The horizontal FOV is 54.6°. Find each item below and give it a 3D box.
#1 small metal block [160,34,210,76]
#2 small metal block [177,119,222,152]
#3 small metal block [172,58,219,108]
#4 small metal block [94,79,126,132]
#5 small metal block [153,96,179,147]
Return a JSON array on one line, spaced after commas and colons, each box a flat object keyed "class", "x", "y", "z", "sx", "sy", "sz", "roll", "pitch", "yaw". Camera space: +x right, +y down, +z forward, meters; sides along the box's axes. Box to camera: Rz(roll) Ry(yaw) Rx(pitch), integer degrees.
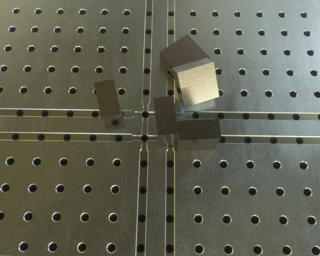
[{"class": "small metal block", "x": 0.035, "y": -0.099, "z": 0.448, "sx": 0.050, "sy": 0.025, "sz": 0.050, "roll": -36, "pitch": 74, "yaw": -12}, {"class": "small metal block", "x": 0.047, "y": 0.010, "z": 0.395, "sx": 0.050, "sy": 0.050, "sz": 0.025, "roll": -3, "pitch": 70, "yaw": -1}, {"class": "small metal block", "x": 0.048, "y": -0.062, "z": 0.419, "sx": 0.050, "sy": 0.050, "sz": 0.025, "roll": -18, "pitch": 28, "yaw": -7}, {"class": "small metal block", "x": -0.065, "y": -0.029, "z": 0.409, "sx": 0.025, "sy": 0.050, "sz": 0.050, "roll": -14, "pitch": 71, "yaw": -5}, {"class": "small metal block", "x": 0.007, "y": -0.007, "z": 0.401, "sx": 0.025, "sy": 0.050, "sz": 0.050, "roll": -6, "pitch": 70, "yaw": -2}]
